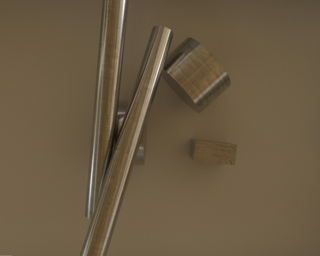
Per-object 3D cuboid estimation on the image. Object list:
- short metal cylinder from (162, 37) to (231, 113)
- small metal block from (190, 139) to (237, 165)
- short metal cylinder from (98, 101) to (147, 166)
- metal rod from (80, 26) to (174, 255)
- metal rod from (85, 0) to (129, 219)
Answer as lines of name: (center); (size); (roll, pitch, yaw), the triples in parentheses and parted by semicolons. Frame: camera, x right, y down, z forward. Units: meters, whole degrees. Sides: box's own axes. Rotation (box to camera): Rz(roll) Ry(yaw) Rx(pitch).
short metal cylinder: (0.041, -0.064, 0.384); (0.050, 0.080, 0.080); (-43, 91, 0)
small metal block: (0.067, 0.030, 0.400); (0.050, 0.050, 0.025); (6, 90, -1)
short metal cylinder: (-0.043, 0.006, 0.383); (0.050, 0.080, 0.079); (2, 90, 0)
metal rod: (-0.038, 0.031, 0.325); (0.025, 0.025, 0.299); (17, 79, -1)
metal rod: (-0.053, -0.048, 0.319); (0.025, 0.025, 0.298); (7, 101, -1)
